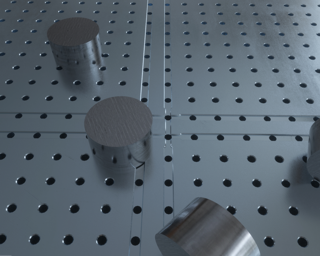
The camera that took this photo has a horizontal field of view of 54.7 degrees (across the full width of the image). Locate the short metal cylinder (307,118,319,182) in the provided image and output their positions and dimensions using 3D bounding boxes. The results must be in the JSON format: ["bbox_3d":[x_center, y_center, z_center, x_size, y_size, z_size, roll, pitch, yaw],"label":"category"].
[{"bbox_3d":[0.213,0.027,0.352,0.080,0.080,0.050,16,52,13],"label":"short metal cylinder"}]

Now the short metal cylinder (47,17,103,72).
[{"bbox_3d":[-0.136,-0.136,0.504,0.081,0.050,0.080,0,50,0],"label":"short metal cylinder"}]

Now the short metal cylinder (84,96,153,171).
[{"bbox_3d":[-0.049,0.006,0.386,0.081,0.050,0.080,0,50,0],"label":"short metal cylinder"}]

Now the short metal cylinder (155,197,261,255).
[{"bbox_3d":[0.041,0.110,0.280,0.050,0.080,0.080,-36,59,-26],"label":"short metal cylinder"}]
